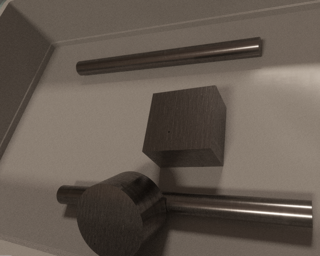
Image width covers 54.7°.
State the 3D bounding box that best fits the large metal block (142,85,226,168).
[{"bbox_3d":[0.032,0.001,0.372,0.080,0.050,0.080,-5,60,25],"label":"large metal block"}]

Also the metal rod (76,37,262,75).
[{"bbox_3d":[-0.004,-0.105,0.470,0.300,0.025,0.025,0,62,27],"label":"metal rod"}]

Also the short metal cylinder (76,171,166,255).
[{"bbox_3d":[-0.040,0.091,0.330,0.080,0.050,0.079,4,98,26],"label":"short metal cylinder"}]

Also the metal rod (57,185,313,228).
[{"bbox_3d":[0.005,0.084,0.350,0.301,0.025,0.025,-2,61,26],"label":"metal rod"}]
